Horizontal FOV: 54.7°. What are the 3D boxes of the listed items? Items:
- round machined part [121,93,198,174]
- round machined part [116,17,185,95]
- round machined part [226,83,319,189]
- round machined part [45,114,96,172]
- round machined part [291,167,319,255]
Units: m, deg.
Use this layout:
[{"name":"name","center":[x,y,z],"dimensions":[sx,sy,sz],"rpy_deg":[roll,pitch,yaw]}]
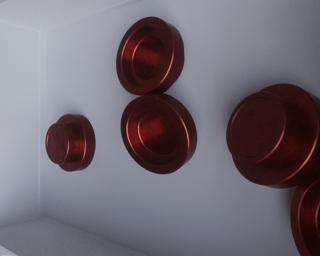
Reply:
[{"name":"round machined part","center":[0.003,0.004,0.380],"dimensions":[0.098,0.042,0.097],"rpy_deg":[13,115,31]},{"name":"round machined part","center":[-0.008,-0.087,0.397],"dimensions":[0.098,0.042,0.097],"rpy_deg":[-4,83,40]},{"name":"round machined part","center":[0.100,0.004,0.288],"dimensions":[0.098,0.042,0.098],"rpy_deg":[-35,45,47]},{"name":"round machined part","center":[-0.156,0.025,0.521],"dimensions":[0.098,0.042,0.097],"rpy_deg":[0,90,39]},{"name":"round machined part","center":[0.156,0.079,0.248],"dimensions":[0.098,0.042,0.097],"rpy_deg":[-175,89,-72]}]
